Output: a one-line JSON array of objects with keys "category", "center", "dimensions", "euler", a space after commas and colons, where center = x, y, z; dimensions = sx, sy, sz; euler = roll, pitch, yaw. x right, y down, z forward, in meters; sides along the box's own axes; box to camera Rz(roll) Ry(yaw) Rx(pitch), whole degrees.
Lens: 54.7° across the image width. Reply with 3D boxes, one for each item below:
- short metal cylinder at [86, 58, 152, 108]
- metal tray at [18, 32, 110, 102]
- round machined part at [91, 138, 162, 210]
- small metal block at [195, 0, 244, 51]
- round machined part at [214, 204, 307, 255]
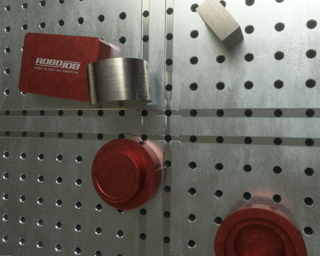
[{"category": "short metal cylinder", "center": [-0.052, -0.056, 0.401], "dimensions": [0.080, 0.080, 0.050], "euler": [-6, 88, 19]}, {"category": "metal tray", "center": [-0.143, -0.090, 0.459], "dimensions": [0.130, 0.030, 0.089], "euler": [10, 93, 19]}, {"category": "round machined part", "center": [-0.051, 0.063, 0.420], "dimensions": [0.098, 0.042, 0.097], "euler": [0, 90, 19]}, {"category": "small metal block", "center": [0.073, -0.125, 0.373], "dimensions": [0.025, 0.050, 0.050], "euler": [-39, 78, 16]}, {"category": "round machined part", "center": [0.116, 0.137, 0.362], "dimensions": [0.098, 0.042, 0.097], "euler": [0, 90, 19]}]
